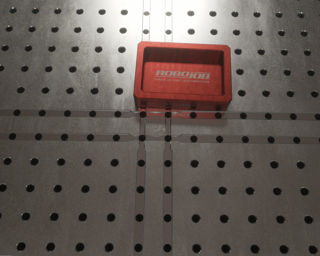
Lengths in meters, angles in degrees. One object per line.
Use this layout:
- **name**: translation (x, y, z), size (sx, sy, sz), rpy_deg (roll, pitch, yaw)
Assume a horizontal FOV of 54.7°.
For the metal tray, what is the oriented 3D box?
- **metal tray**: translation (0.032, -0.074, 0.436), size (0.131, 0.030, 0.090), rpy_deg (3, 70, 0)
